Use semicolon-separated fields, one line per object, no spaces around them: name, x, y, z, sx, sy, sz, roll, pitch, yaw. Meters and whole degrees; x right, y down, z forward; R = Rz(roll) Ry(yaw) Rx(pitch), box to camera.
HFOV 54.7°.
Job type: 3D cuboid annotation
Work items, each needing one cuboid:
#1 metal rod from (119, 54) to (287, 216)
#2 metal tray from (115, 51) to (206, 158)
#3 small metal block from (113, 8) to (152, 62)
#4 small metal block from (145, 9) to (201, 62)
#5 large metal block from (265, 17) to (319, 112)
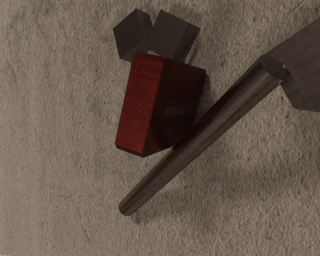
metal rod;0.018;0.035;0.335;0.298;0.025;0.025;-51;59;46
metal tray;0.007;-0.025;0.327;0.030;0.131;0.089;18;102;22
small metal block;-0.035;-0.127;0.429;0.050;0.025;0.050;-28;68;36
small metal block;0.015;-0.114;0.391;0.050;0.025;0.050;39;113;32
large metal block;0.145;-0.055;0.249;0.080;0.081;0.050;-34;69;34
